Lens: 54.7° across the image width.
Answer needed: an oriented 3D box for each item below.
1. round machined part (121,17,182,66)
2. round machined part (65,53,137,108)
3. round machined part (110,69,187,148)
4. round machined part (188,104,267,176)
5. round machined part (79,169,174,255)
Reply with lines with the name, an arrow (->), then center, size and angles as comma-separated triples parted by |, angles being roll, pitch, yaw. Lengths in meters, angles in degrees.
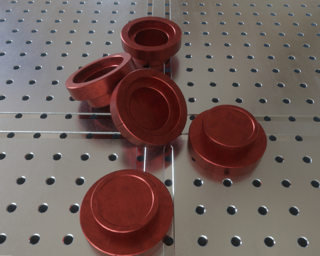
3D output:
round machined part -> -0.014, -0.141, 0.515 | 0.099, 0.042, 0.098 | 0, 50, 0
round machined part -> -0.077, -0.064, 0.433 | 0.098, 0.042, 0.098 | -17, 30, 11
round machined part -> -0.018, -0.022, 0.395 | 0.099, 0.042, 0.098 | 9, 71, -28
round machined part -> 0.086, 0.008, 0.391 | 0.099, 0.042, 0.098 | 0, 50, 0
round machined part -> -0.035, 0.084, 0.325 | 0.099, 0.042, 0.098 | 0, 50, 0
